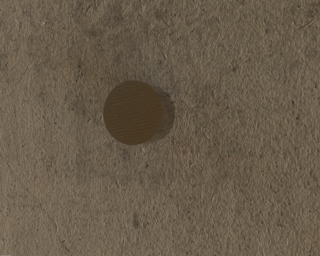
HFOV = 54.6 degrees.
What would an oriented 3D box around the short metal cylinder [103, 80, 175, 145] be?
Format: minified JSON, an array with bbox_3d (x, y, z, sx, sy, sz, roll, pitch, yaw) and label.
[{"bbox_3d":[-0.026,-0.019,0.405,0.080,0.050,0.080,0,90,20],"label":"short metal cylinder"}]
